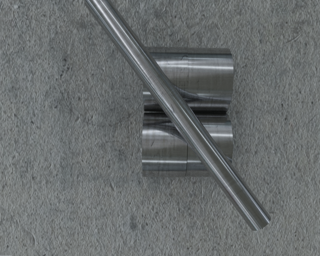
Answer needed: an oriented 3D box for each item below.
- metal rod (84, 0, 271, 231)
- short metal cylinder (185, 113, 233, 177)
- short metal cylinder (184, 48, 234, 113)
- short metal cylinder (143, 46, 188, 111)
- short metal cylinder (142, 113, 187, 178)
[{"bbox_3d":[0.019,-0.018,0.331,0.025,0.025,0.299,-37,90,0],"label":"metal rod"},{"bbox_3d":[0.056,0.021,0.384,0.050,0.080,0.079,1,90,0],"label":"short metal cylinder"},{"bbox_3d":[0.057,-0.059,0.384,0.050,0.080,0.079,1,90,0],"label":"short metal cylinder"},{"bbox_3d":[0.006,-0.060,0.384,0.050,0.080,0.079,1,90,0],"label":"short metal cylinder"},{"bbox_3d":[0.005,0.021,0.384,0.050,0.080,0.079,1,90,0],"label":"short metal cylinder"}]
